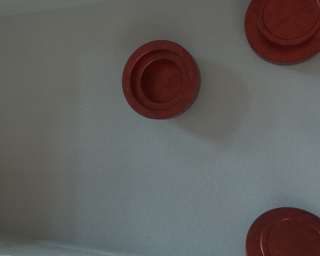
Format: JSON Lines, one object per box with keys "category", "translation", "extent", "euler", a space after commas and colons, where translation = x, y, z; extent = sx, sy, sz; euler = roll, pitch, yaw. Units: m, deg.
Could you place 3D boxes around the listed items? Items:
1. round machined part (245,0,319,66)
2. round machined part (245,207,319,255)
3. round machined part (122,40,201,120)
{"category": "round machined part", "translation": [0.146, -0.123, 0.350], "extent": [0.098, 0.042, 0.097], "euler": [0, 90, 19]}
{"category": "round machined part", "translation": [0.141, 0.130, 0.326], "extent": [0.098, 0.042, 0.098], "euler": [-7, 53, 10]}
{"category": "round machined part", "translation": [0.005, -0.059, 0.399], "extent": [0.098, 0.042, 0.097], "euler": [0, 90, 19]}
